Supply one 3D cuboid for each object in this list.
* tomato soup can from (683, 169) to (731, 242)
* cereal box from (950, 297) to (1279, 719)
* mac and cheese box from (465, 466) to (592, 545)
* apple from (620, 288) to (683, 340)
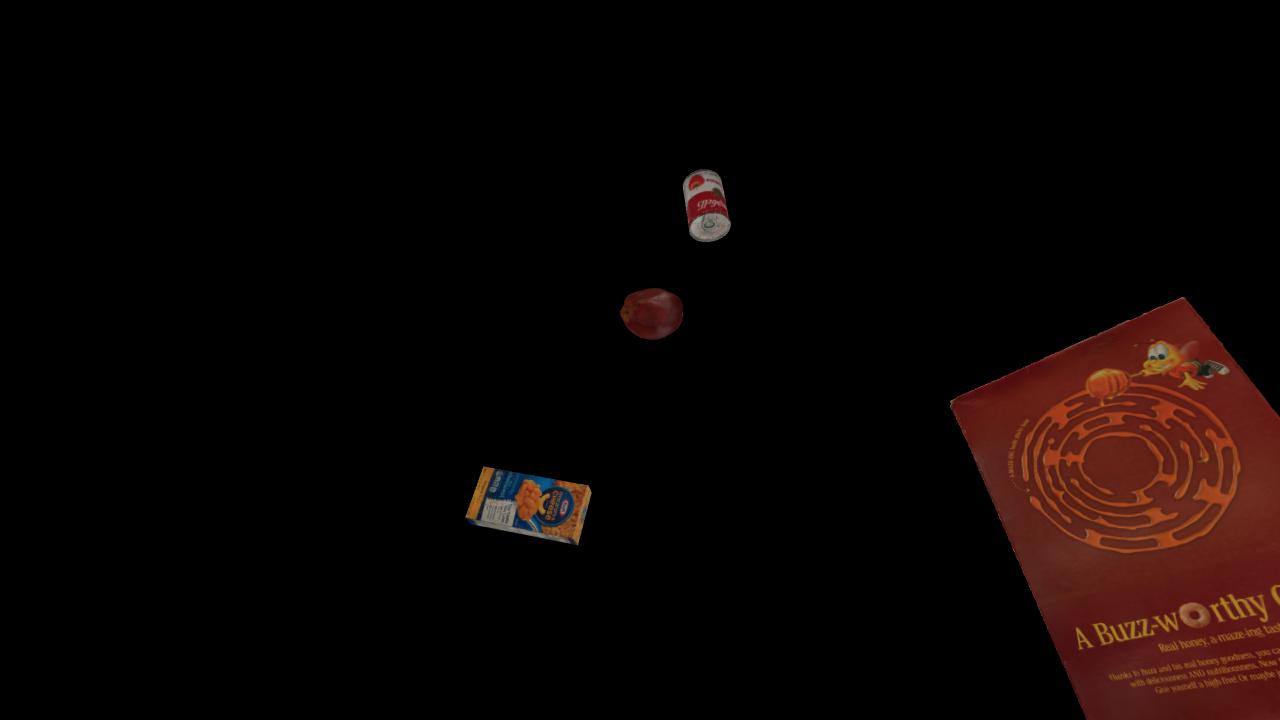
[{"bbox_3d":[0.108,-0.253,1.008,0.068,0.101,0.068,-3,-31,-2],"label":"tomato soup can"},{"bbox_3d":[0.407,0.124,0.486,0.081,0.306,0.203,29,-49,-35],"label":"cereal box"},{"bbox_3d":[-0.179,0.235,0.998,0.184,0.093,0.041,7,-34,10],"label":"mac and cheese box"},{"bbox_3d":[0.019,-0.069,0.921,0.093,0.079,0.079,-1,1,-34],"label":"apple"}]
